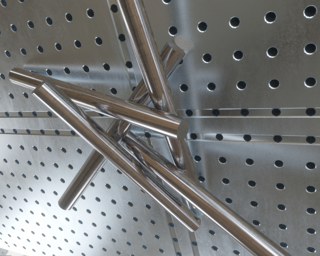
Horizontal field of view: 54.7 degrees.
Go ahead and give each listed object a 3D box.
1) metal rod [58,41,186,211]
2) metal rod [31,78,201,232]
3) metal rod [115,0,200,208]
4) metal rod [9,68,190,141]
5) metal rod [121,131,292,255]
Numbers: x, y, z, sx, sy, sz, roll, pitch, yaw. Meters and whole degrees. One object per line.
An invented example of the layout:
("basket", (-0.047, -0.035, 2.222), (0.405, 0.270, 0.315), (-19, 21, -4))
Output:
("metal rod", (-0.064, 0.014, 0.415), (0.025, 0.025, 0.298), (39, 117, 1))
("metal rod", (-0.040, 0.051, 0.408), (0.025, 0.025, 0.300), (-22, 124, 36))
("metal rod", (0.011, -0.011, 0.368), (0.025, 0.025, 0.299), (0, 128, 28))
("metal rod", (-0.098, -0.039, 0.399), (0.300, 0.025, 0.025), (19, 126, 31))
("metal rod", (0.041, 0.078, 0.374), (0.300, 0.025, 0.025), (36, 132, 29))
